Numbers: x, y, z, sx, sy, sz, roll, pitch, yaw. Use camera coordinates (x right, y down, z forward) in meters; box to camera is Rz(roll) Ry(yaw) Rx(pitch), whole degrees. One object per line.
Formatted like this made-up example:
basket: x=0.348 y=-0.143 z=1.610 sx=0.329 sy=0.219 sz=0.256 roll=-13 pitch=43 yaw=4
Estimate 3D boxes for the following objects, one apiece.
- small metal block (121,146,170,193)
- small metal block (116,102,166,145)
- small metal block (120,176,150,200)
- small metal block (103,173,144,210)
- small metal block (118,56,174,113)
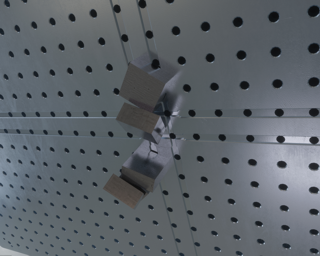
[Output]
small metal block: x=-0.020 y=0.058 z=0.442 sx=0.050 sy=0.050 sz=0.025 roll=21 pitch=126 yaw=16
small metal block: x=-0.024 y=-0.005 z=0.404 sx=0.050 sy=0.025 sz=0.050 roll=22 pitch=167 yaw=15
small metal block: x=-0.044 y=0.092 z=0.492 sx=0.050 sy=0.025 sz=0.050 roll=41 pitch=129 yaw=0
small metal block: x=-0.051 y=0.093 z=0.448 sx=0.050 sy=0.025 sz=0.050 roll=32 pitch=165 yaw=7
small metal block: x=-0.018 y=-0.053 z=0.389 sx=0.050 sy=0.025 sz=0.050 roll=32 pitch=129 yaw=7
